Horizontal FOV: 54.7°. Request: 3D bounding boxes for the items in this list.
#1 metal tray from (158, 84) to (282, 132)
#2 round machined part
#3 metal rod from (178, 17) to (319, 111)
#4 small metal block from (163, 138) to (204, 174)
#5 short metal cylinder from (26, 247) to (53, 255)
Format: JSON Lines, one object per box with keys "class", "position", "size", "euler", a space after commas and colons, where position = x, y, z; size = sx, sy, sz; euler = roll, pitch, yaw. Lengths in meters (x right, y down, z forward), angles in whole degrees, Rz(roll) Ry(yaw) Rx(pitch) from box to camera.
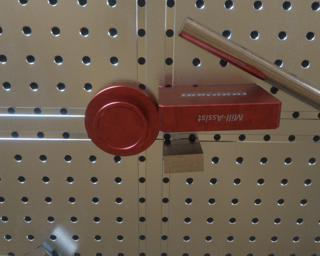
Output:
{"class": "metal tray", "position": [0.064, -0.026, 0.370], "size": [0.131, 0.090, 0.030], "euler": [-2, 110, 0]}
{"class": "round machined part", "position": [-0.049, -0.006, 0.401], "size": [0.099, 0.042, 0.097], "euler": [0, 110, -1]}
{"class": "metal rod", "position": [0.162, -0.058, 0.394], "size": [0.301, 0.025, 0.025], "euler": [25, 108, -10]}
{"class": "small metal block", "position": [0.030, 0.036, 0.414], "size": [0.050, 0.050, 0.025], "euler": [-3, 110, 1]}
{"class": "short metal cylinder", "position": [-0.189, 0.229, 0.466], "size": [0.080, 0.080, 0.050], "euler": [-33, 107, 11]}
